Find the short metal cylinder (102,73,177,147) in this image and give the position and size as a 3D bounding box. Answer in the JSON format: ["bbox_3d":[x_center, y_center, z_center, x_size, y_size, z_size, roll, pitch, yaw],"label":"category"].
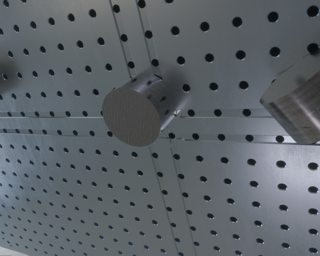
[{"bbox_3d":[-0.025,-0.023,0.394,0.080,0.050,0.079,13,124,21],"label":"short metal cylinder"}]

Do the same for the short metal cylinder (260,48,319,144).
[{"bbox_3d":[0.141,-0.031,0.283,0.050,0.080,0.080,47,129,-5],"label":"short metal cylinder"}]
